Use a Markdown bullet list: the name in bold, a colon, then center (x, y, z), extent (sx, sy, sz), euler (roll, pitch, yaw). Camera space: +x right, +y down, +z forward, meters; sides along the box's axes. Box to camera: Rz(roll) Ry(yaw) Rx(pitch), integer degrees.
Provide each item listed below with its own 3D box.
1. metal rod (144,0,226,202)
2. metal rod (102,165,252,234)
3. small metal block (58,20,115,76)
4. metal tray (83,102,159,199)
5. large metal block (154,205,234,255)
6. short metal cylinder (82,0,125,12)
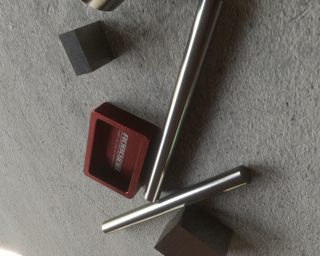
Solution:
- **metal rod**: center (0.020, -0.012, 0.387), extent (0.025, 0.025, 0.298), euler (25, 127, 12)
- **metal rod**: center (0.005, 0.120, 0.476), extent (0.299, 0.025, 0.025), euler (-31, 101, 37)
- **small metal block**: center (-0.087, -0.097, 0.375), extent (0.025, 0.050, 0.050), euler (-7, 115, 31)
- **metal tray**: center (-0.062, 0.036, 0.456), extent (0.090, 0.030, 0.129), euler (26, 127, 11)
- **large metal block**: center (0.050, 0.169, 0.468), extent (0.080, 0.050, 0.079), euler (35, 129, 4)
- **short metal cylinder**: center (-0.055, -0.162, 0.298), extent (0.050, 0.080, 0.080), euler (-27, 104, 37)
